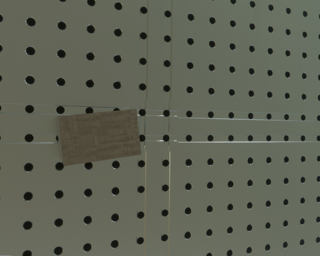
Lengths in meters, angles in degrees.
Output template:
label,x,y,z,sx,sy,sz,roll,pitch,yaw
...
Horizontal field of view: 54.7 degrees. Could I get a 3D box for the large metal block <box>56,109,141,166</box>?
label,x,y,z,sx,sy,sz,roll,pitch,yaw
large metal block,-0.074,0.008,0.357,0.081,0.080,0.050,-7,93,-20
